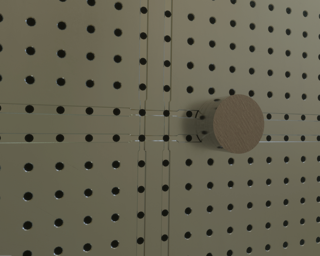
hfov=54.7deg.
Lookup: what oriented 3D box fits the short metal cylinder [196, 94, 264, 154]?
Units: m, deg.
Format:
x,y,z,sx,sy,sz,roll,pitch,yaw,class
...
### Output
x,y,z,sx,sy,sz,roll,pitch,yaw,class
0.098,-0.005,0.437,0.081,0.050,0.079,0,90,-21,short metal cylinder
